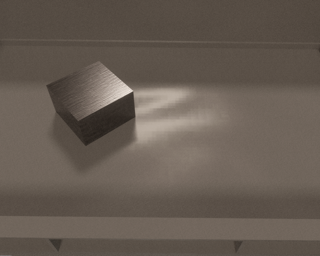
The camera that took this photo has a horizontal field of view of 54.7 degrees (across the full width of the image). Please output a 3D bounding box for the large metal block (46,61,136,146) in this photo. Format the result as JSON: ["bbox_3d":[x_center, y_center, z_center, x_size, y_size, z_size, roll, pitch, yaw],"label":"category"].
[{"bbox_3d":[-0.091,-0.035,0.417,0.081,0.050,0.080,-33,58,-25],"label":"large metal block"}]
